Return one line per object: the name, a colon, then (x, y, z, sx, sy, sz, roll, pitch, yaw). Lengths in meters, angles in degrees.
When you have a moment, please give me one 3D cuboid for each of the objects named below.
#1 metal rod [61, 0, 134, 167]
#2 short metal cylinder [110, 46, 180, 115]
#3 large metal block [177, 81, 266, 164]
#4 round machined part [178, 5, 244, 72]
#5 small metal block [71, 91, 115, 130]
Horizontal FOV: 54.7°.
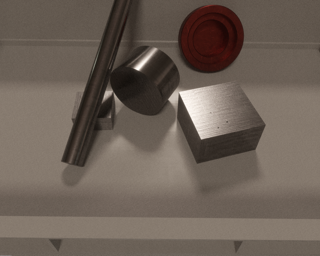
metal rod: (-0.070, -0.097, 0.406, 0.025, 0.025, 0.299, 12, 76, 9)
short metal cylinder: (-0.020, -0.064, 0.423, 0.080, 0.080, 0.050, 23, 54, 17)
large metal block: (0.074, -0.009, 0.397, 0.081, 0.050, 0.080, -12, 51, -11)
round machined part: (0.077, -0.141, 0.486, 0.099, 0.097, 0.042, -6, 21, -6)
small metal block: (-0.089, -0.024, 0.424, 0.050, 0.025, 0.050, -1, 50, -2)
